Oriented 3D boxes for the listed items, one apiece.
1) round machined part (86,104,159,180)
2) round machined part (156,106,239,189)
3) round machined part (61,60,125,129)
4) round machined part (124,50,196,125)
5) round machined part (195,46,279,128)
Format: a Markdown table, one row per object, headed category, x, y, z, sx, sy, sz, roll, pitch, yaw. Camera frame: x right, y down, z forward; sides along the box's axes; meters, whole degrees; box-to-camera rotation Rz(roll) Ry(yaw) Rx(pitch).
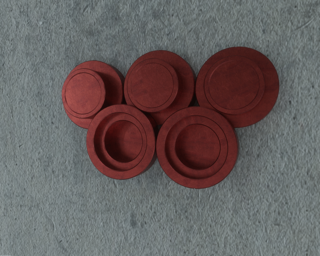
| category | x | y | z | sx | sy | sz | roll | pitch | yaw |
| --- | --- | --- | --- | --- | --- | --- | --- | --- | --- |
| round machined part | -0.045 | 0.018 | 0.416 | 0.098 | 0.042 | 0.097 | 0 | 90 | 19 |
| round machined part | 0.048 | 0.023 | 0.384 | 0.098 | 0.042 | 0.097 | 0 | 90 | 19 |
| round machined part | -0.097 | -0.047 | 0.434 | 0.098 | 0.042 | 0.097 | 0 | 90 | 19 |
| round machined part | -0.003 | -0.053 | 0.402 | 0.098 | 0.042 | 0.097 | 0 | 90 | 19 |
| round machined part | 0.090 | -0.049 | 0.369 | 0.098 | 0.042 | 0.097 | 0 | 90 | 19 |
